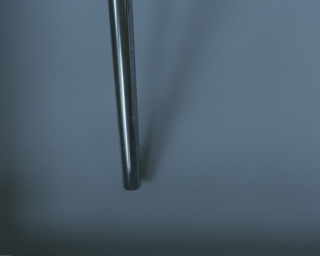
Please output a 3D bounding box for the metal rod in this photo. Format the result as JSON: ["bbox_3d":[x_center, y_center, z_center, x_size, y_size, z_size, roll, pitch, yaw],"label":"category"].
[{"bbox_3d":[-0.040,-0.059,0.350,0.025,0.025,0.298,-1,115,0],"label":"metal rod"}]
